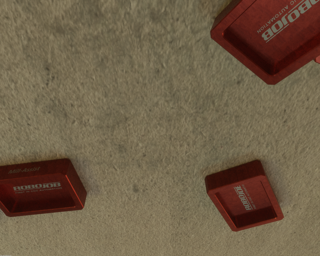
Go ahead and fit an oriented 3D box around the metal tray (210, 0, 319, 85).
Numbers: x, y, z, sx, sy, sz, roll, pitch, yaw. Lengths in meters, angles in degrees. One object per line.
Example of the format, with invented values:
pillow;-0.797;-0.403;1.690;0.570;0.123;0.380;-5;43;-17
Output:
metal tray;0.121;-0.106;0.281;0.090;0.030;0.129;35;139;-14

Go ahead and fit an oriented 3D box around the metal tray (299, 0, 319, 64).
metal tray;0.182;-0.134;0.292;0.090;0.030;0.130;-18;128;14

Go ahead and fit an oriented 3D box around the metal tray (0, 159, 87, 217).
metal tray;-0.191;0.095;0.481;0.131;0.030;0.089;-7;130;5

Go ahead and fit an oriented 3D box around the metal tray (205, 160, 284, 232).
metal tray;0.139;0.115;0.503;0.090;0.030;0.130;-22;127;17
